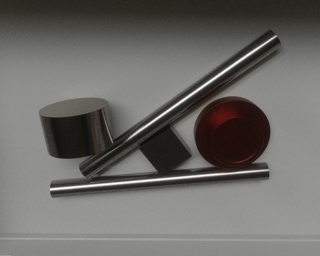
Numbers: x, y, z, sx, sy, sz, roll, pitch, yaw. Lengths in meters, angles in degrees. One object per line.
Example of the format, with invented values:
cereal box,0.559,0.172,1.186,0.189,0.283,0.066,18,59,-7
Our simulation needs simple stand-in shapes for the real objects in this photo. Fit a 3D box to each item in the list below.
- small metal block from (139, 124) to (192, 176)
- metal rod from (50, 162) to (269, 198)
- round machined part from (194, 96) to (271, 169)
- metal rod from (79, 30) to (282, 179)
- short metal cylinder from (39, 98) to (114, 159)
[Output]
small metal block,0.007,0.028,0.419,0.050,0.025,0.050,-34,107,11
metal rod,-0.001,0.074,0.437,0.302,0.025,0.025,-5,110,1
round machined part,0.096,0.011,0.404,0.099,0.042,0.097,0,110,-1
metal rod,0.017,-0.024,0.401,0.300,0.025,0.025,-35,107,11
short metal cylinder,-0.101,-0.002,0.379,0.081,0.080,0.050,-5,110,1
